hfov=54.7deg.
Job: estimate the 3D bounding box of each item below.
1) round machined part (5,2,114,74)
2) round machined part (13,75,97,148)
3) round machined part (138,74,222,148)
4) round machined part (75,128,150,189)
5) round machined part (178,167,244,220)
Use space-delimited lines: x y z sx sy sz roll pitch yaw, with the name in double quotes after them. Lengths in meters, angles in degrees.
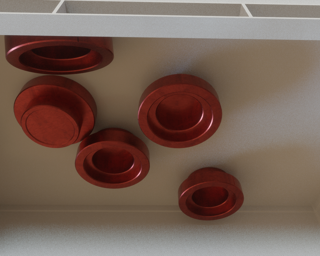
-0.096 -0.086 0.301 0.099 0.042 0.098 -6 174 0 "round machined part"
-0.131 -0.013 0.385 0.099 0.042 0.097 -1 130 0 "round machined part"
0.023 -0.024 0.378 0.099 0.042 0.097 -1 130 0 "round machined part"
-0.064 0.038 0.427 0.099 0.042 0.097 -2 133 -2 "round machined part"
0.077 0.099 0.483 0.099 0.042 0.097 -1 130 0 "round machined part"
